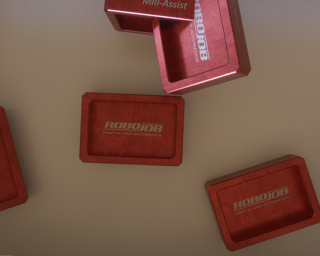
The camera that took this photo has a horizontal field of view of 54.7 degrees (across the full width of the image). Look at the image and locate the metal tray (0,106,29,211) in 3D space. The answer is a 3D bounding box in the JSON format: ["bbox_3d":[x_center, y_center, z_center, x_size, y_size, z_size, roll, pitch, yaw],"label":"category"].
[{"bbox_3d":[-0.228,0.044,0.384,0.091,0.030,0.129,-15,90,-32],"label":"metal tray"}]

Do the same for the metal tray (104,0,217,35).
[{"bbox_3d":[0.005,-0.137,0.378,0.131,0.090,0.030,7,93,-1],"label":"metal tray"}]

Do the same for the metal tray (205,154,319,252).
[{"bbox_3d":[0.135,0.097,0.410,0.131,0.030,0.090,-18,90,-1],"label":"metal tray"}]

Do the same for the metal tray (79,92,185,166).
[{"bbox_3d":[-0.035,0.002,0.408,0.131,0.030,0.089,2,90,-1],"label":"metal tray"}]

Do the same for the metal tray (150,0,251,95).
[{"bbox_3d":[0.038,-0.109,0.330,0.090,0.030,0.129,-13,83,36],"label":"metal tray"}]
